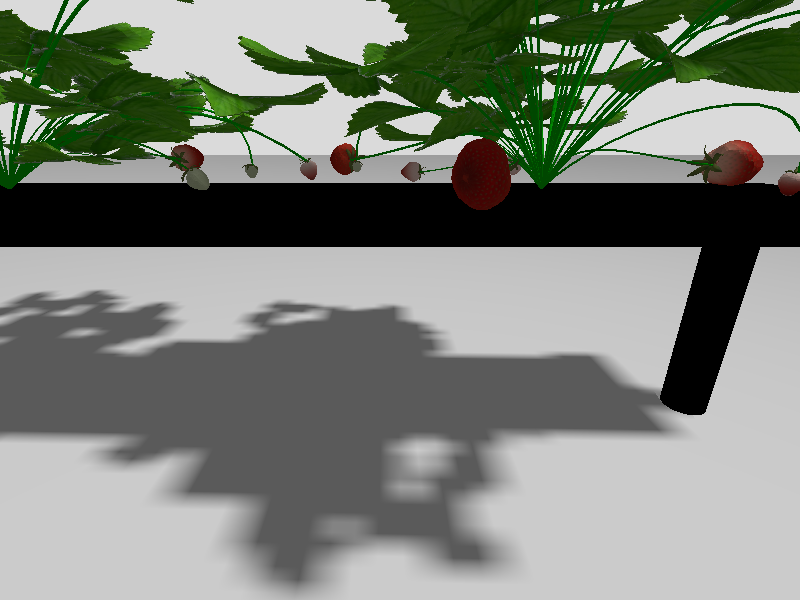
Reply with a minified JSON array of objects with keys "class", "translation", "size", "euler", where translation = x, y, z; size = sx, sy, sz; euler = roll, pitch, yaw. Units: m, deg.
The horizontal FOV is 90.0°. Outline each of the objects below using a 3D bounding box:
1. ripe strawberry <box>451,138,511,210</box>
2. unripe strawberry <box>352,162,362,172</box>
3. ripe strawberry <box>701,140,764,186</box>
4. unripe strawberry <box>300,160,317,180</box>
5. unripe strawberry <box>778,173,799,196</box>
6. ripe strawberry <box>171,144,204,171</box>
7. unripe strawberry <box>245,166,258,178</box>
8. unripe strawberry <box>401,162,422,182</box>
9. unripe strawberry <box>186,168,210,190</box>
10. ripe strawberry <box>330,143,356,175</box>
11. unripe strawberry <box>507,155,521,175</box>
[{"class":"ripe strawberry","translation":[0.043,-0.068,0.220],"size":[0.033,0.038,0.036],"euler":[13,25,30]},{"class":"unripe strawberry","translation":[-0.048,-0.147,0.442],"size":[0.010,0.011,0.011],"euler":[14,25,32]},{"class":"ripe strawberry","translation":[0.287,-0.117,0.343],"size":[0.043,0.037,0.043],"euler":[-1,21,-4]},{"class":"unripe strawberry","translation":[-0.098,-0.141,0.438],"size":[0.019,0.020,0.018],"euler":[-29,30,-14]},{"class":"unripe strawberry","translation":[0.283,-0.084,0.290],"size":[0.016,0.016,0.015],"euler":[6,22,16]},{"class":"ripe strawberry","translation":[-0.278,-0.187,0.528],"size":[0.038,0.034,0.035],"euler":[5,21,13]},{"class":"unripe strawberry","translation":[-0.162,-0.140,0.437],"size":[0.013,0.014,0.015],"euler":[-13,25,-30]},{"class":"unripe strawberry","translation":[0.011,-0.126,0.393],"size":[0.019,0.019,0.021],"euler":[11,24,28]},{"class":"unripe strawberry","translation":[-0.163,-0.097,0.325],"size":[0.016,0.018,0.018],"euler":[-39,14,17]},{"class":"ripe strawberry","translation":[-0.069,-0.171,0.486],"size":[0.034,0.036,0.031],"euler":[17,27,38]},{"class":"unripe strawberry","translation":[0.140,-0.168,0.499],"size":[0.022,0.024,0.024],"euler":[2,8,6]}]
